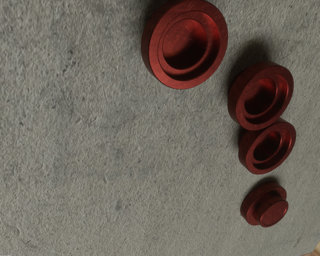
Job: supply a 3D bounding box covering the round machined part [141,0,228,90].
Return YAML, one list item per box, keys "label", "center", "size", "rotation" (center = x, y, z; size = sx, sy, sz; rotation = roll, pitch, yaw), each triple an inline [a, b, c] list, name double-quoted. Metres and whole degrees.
- label: "round machined part"
  center: [0.024, -0.096, 0.349]
  size: [0.099, 0.042, 0.097]
  rotation: [-14, 124, -21]

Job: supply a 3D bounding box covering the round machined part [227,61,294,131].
- label: "round machined part"
  center: [0.136, -0.049, 0.440]
  size: [0.099, 0.042, 0.097]
  rotation: [-14, 124, -21]

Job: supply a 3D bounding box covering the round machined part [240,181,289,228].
- label: "round machined part"
  center: [0.210, 0.155, 0.606]
  size: [0.099, 0.042, 0.097]
  rotation: [-14, 124, -21]

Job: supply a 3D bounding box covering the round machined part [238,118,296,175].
- label: "round machined part"
  center: [0.167, 0.024, 0.501]
  size: [0.099, 0.042, 0.097]
  rotation: [-14, 124, -21]
